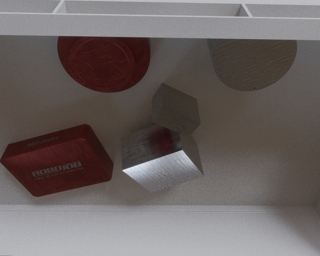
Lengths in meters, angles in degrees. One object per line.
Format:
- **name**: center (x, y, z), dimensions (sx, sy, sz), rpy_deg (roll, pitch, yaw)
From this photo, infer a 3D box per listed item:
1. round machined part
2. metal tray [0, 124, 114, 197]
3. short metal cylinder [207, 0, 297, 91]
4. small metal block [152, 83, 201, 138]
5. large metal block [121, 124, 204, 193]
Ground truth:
- **round machined part**: center (-0.059, -0.077, 0.331), dimensions (0.099, 0.042, 0.097), rpy_deg (-1, 130, 0)
- **metal tray**: center (-0.145, 0.050, 0.447), dimensions (0.130, 0.030, 0.090), rpy_deg (-14, 129, 11)
- **short metal cylinder**: center (0.092, -0.085, 0.322), dimensions (0.081, 0.050, 0.079), rpy_deg (0, 130, 0)
- **small metal block**: center (0.019, -0.022, 0.374), dimensions (0.050, 0.050, 0.025), rpy_deg (23, 126, -19)
- **large metal block**: center (0.004, 0.039, 0.414), dimensions (0.080, 0.050, 0.080), rpy_deg (-20, 142, 16)
